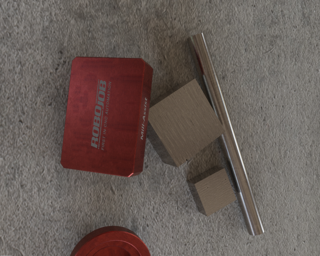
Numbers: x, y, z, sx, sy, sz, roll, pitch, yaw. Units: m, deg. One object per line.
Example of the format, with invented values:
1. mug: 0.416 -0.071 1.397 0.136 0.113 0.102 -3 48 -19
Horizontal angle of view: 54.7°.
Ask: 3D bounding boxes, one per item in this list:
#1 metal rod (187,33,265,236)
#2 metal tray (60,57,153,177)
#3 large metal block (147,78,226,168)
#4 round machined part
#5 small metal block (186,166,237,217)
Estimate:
1. metal rod: 0.096 0.013 0.444 0.025 0.025 0.298 -21 97 -19
2. metal tray: -0.061 -0.014 0.358 0.090 0.030 0.129 5 88 16
3. large metal block: 0.024 -0.007 0.405 0.080 0.050 0.080 -35 102 -17
4. round machined part: -0.063 0.168 0.377 0.099 0.042 0.097 0 90 -20
5. small metal block: 0.073 0.088 0.436 0.050 0.025 0.050 -24 98 -19
